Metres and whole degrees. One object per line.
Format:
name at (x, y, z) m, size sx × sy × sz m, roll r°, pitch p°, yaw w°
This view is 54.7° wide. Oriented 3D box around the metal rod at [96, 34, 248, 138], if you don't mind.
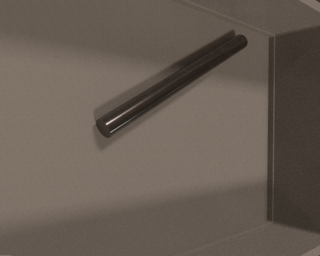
metal rod at (0.036, -0.073, 0.438) m, size 0.302 × 0.025 × 0.025 m, roll -36°, pitch 113°, yaw -34°
